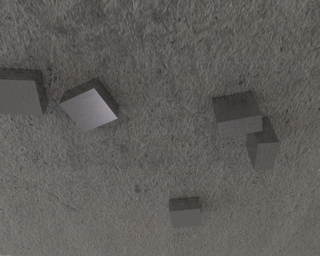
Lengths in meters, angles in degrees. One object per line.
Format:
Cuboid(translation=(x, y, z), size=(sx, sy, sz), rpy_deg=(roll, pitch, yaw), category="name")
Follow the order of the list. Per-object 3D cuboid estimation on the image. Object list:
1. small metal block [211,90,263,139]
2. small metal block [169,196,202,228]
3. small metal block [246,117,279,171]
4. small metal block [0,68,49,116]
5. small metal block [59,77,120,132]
Cuboid(translation=(0.093, -0.017, 0.377), size=(0.050, 0.050, 0.025), rpy_deg=(-11, 129, 9), category="small metal block")
Cuboid(translation=(0.044, 0.145, 0.531), size=(0.050, 0.025, 0.050), rpy_deg=(-7, 130, 5), category="small metal block")
Cuboid(translation=(0.134, 0.021, 0.410), size=(0.025, 0.050, 0.050), rpy_deg=(-4, 130, 3), category="small metal block")
Cuboid(translation=(-0.166, -0.043, 0.369), size=(0.050, 0.025, 0.050), rpy_deg=(2, 130, -3), category="small metal block")
Cuboid(translation=(-0.086, -0.028, 0.382), size=(0.050, 0.025, 0.050), rpy_deg=(-21, 127, 17), category="small metal block")
